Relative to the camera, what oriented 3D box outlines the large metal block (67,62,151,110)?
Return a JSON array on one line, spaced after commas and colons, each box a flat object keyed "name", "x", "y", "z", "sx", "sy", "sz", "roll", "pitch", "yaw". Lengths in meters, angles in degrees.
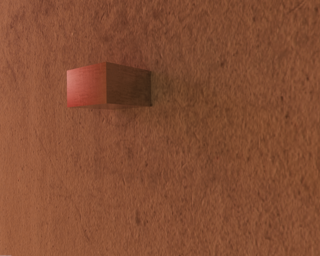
[{"name": "large metal block", "x": -0.069, "y": -0.054, "z": 0.424, "sx": 0.080, "sy": 0.081, "sz": 0.050, "roll": -1, "pitch": 89, "yaw": 39}]
